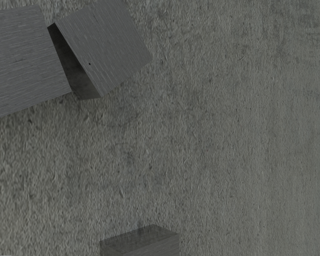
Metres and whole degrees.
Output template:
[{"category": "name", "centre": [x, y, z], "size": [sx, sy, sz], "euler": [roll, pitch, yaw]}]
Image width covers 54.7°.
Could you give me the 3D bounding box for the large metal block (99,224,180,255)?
[{"category": "large metal block", "centre": [-0.023, 0.170, 0.370], "size": [0.081, 0.050, 0.079], "euler": [-4, 93, -40]}]

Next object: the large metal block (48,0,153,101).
[{"category": "large metal block", "centre": [-0.067, -0.086, 0.332], "size": [0.080, 0.050, 0.080], "euler": [-44, 116, -31]}]

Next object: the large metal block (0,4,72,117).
[{"category": "large metal block", "centre": [-0.138, -0.055, 0.272], "size": [0.081, 0.050, 0.080], "euler": [-29, 108, -36]}]
